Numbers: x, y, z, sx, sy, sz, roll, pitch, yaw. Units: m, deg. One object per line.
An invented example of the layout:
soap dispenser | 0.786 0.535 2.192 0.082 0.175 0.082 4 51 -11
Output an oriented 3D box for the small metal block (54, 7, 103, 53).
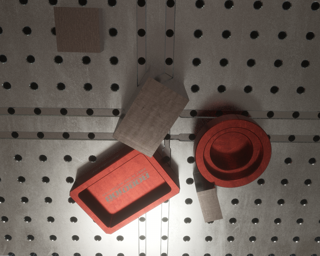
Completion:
small metal block | -0.095 -0.117 0.369 0.050 0.025 0.050 1 110 -1

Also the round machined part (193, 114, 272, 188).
round machined part | 0.094 0.027 0.416 0.099 0.042 0.097 0 110 -1

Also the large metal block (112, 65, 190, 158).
large metal block | -0.011 -0.024 0.375 0.050 0.080 0.080 30 107 -11

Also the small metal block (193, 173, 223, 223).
small metal block | 0.067 0.095 0.436 0.025 0.050 0.050 -15 110 5

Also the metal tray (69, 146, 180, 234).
metal tray | -0.049 0.084 0.440 0.130 0.030 0.090 -34 107 11
